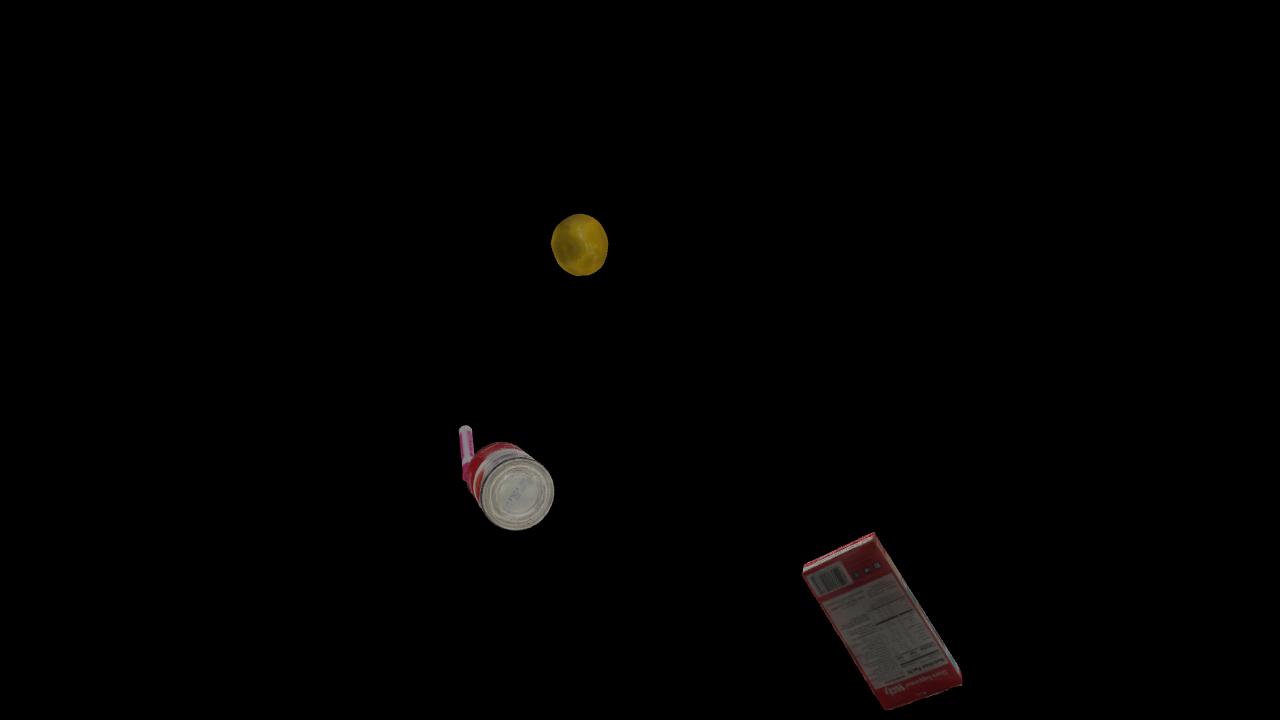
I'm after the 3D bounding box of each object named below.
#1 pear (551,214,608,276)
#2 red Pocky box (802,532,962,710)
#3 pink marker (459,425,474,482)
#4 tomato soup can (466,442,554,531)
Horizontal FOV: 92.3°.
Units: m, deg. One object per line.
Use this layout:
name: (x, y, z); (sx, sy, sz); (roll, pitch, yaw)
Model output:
pear: (-0.070, -0.159, 0.829); (0.080, 0.080, 0.111); (0, 21, 21)
red Pocky box: (0.235, 0.256, 0.605); (0.083, 0.155, 0.028); (-33, -6, 19)
pink marker: (-0.239, 0.129, 0.851); (0.020, 0.020, 0.121); (0, 25, -19)
tomato soup can: (-0.125, 0.118, 0.588); (0.068, 0.068, 0.101); (0, 1, -23)
